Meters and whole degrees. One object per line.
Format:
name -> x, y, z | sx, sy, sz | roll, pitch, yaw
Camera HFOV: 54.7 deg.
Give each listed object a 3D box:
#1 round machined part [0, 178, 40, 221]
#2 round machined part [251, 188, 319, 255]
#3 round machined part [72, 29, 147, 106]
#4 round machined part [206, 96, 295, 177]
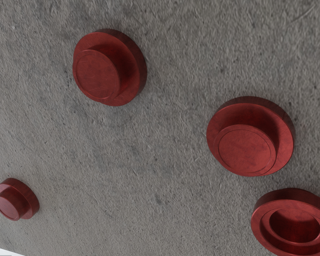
round machined part -> -0.310, 0.157, 0.657 | 0.098, 0.042, 0.097 | 13, 124, 21
round machined part -> 0.165, 0.113, 0.378 | 0.098, 0.042, 0.097 | 13, 124, 21
round machined part -> -0.069, -0.071, 0.389 | 0.098, 0.042, 0.097 | 13, 124, 21
round machined part -> 0.100, 0.016, 0.353 | 0.098, 0.042, 0.097 | 13, 124, 21
